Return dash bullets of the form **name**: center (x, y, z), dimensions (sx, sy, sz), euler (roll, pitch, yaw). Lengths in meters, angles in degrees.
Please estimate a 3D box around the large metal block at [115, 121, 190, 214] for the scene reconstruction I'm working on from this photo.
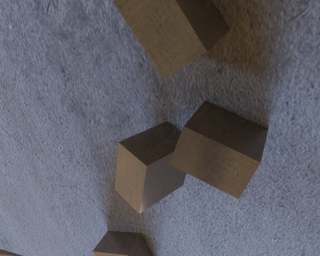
- **large metal block**: center (-0.008, 0.048, 0.396), dimensions (0.050, 0.081, 0.079), euler (36, 133, 32)

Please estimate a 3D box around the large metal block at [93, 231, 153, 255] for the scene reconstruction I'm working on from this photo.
- **large metal block**: center (-0.063, 0.240, 0.570), dimensions (0.080, 0.050, 0.080), euler (-9, 114, 31)

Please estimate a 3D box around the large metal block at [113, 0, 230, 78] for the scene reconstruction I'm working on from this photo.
- **large metal block**: center (0.016, -0.106, 0.296), dimensions (0.050, 0.080, 0.080), euler (-26, 105, 37)

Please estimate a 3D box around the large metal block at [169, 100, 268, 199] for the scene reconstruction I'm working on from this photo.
- **large metal block**: center (0.067, 0.020, 0.344), dimensions (0.080, 0.080, 0.050), euler (26, 121, 11)
